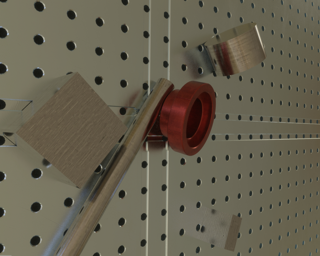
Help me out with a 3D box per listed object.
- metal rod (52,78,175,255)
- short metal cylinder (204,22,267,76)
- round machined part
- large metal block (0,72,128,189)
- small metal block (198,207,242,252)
[{"bbox_3d":[-0.059,0.062,0.361,0.025,0.025,0.300,44,64,-32],"label":"metal rod"},{"bbox_3d":[0.115,-0.120,0.472,0.080,0.080,0.050,-40,115,-33],"label":"short metal cylinder"},{"bbox_3d":[0.035,-0.015,0.415,0.099,0.042,0.097,-34,132,-49],"label":"round machined part"},{"bbox_3d":[-0.094,0.002,0.315,0.080,0.050,0.080,51,60,-28],"label":"large metal block"},{"bbox_3d":[0.092,0.154,0.473,0.025,0.050,0.050,30,71,-36],"label":"small metal block"}]
